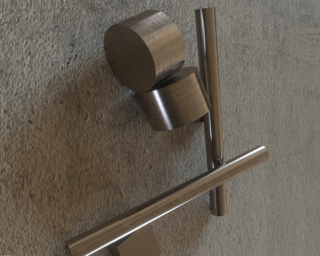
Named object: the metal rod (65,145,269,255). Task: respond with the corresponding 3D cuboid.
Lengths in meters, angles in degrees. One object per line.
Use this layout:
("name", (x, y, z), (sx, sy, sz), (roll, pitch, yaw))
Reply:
("metal rod", (0.030, 0.085, 0.397), (0.302, 0.025, 0.025), (-21, 104, -28))

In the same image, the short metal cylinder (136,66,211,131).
("short metal cylinder", (0.017, -0.037, 0.383), (0.081, 0.080, 0.050), (-36, 112, -34))

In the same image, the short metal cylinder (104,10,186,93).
("short metal cylinder", (-0.018, -0.087, 0.354), (0.050, 0.080, 0.080), (-38, 114, -33))

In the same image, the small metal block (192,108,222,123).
("small metal block", (0.063, -0.038, 0.457), (0.050, 0.025, 0.050), (-20, 103, -38))

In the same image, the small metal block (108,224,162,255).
("small metal block", (-0.031, 0.146, 0.379), (0.050, 0.025, 0.050), (-31, 110, -36))

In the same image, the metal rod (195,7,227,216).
("metal rod", (0.074, -0.009, 0.434), (0.025, 0.025, 0.298), (-23, 115, -38))
